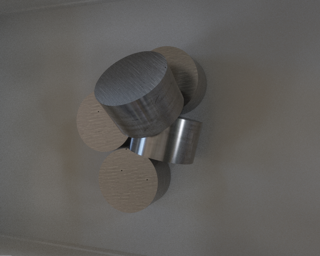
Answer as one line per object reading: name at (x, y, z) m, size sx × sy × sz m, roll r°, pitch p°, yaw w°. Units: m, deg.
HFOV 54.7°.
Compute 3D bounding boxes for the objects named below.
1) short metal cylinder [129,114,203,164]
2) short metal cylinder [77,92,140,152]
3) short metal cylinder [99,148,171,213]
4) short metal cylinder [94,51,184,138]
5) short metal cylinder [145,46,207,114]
short metal cylinder at (0.007, 0.009, 0.377) m, size 0.080 × 0.080 × 0.050 m, roll 14°, pitch 95°, yaw 19°
short metal cylinder at (-0.063, -0.010, 0.416) m, size 0.080 × 0.050 × 0.079 m, roll 0°, pitch 90°, yaw 19°
short metal cylinder at (-0.032, 0.065, 0.405) m, size 0.080 × 0.050 × 0.079 m, roll 0°, pitch 90°, yaw 19°
short metal cylinder at (-0.021, -0.036, 0.327) m, size 0.080 × 0.050 × 0.080 m, roll -15°, pitch 45°, yaw 16°
short metal cylinder at (0.014, -0.057, 0.390) m, size 0.080 × 0.050 × 0.079 m, roll 0°, pitch 90°, yaw 19°
